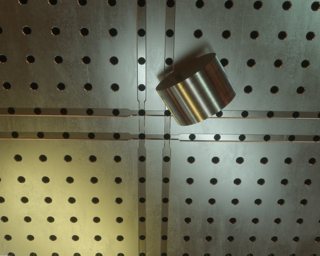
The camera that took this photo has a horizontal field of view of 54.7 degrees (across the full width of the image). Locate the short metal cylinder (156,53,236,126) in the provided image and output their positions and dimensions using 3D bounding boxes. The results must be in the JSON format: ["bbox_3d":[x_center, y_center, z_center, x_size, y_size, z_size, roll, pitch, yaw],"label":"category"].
[{"bbox_3d":[0.042,-0.046,0.368,0.080,0.080,0.050,-30,108,10],"label":"short metal cylinder"}]
